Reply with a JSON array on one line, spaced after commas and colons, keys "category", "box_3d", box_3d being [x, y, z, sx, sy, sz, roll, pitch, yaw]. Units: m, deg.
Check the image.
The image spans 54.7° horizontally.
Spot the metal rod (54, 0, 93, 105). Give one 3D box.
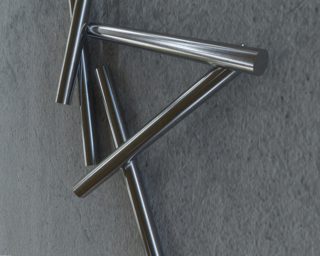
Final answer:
[{"category": "metal rod", "box_3d": [-0.121, -0.184, 0.480, 0.025, 0.025, 0.298, 13, 92, 39]}]

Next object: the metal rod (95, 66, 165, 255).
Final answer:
[{"category": "metal rod", "box_3d": [-0.044, 0.050, 0.438, 0.025, 0.025, 0.299, -28, 73, 36]}]

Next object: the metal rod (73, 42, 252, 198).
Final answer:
[{"category": "metal rod", "box_3d": [-0.011, 0.005, 0.388, 0.299, 0.025, 0.025, -39, 66, 25]}]

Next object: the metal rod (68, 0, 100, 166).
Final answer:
[{"category": "metal rod", "box_3d": [-0.125, -0.088, 0.504, 0.025, 0.025, 0.298, -12, 82, 39]}]

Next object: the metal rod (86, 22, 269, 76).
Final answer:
[{"category": "metal rod", "box_3d": [-0.006, -0.107, 0.387, 0.300, 0.025, 0.025, 26, 106, 43]}]
